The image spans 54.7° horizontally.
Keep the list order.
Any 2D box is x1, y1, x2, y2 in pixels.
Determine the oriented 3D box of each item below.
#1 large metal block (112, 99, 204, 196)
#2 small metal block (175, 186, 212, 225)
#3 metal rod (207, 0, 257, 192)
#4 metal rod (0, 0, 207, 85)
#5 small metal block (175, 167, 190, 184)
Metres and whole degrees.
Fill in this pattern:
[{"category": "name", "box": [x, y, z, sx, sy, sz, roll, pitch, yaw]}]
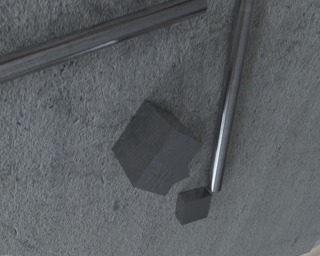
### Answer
[{"category": "large metal block", "box": [-0.006, 0.023, 0.384, 0.050, 0.080, 0.080, 26, 104, -38]}, {"category": "small metal block", "box": [0.056, 0.130, 0.520, 0.050, 0.025, 0.050, -9, 123, -24]}, {"category": "metal rod", "box": [0.097, -0.029, 0.444, 0.025, 0.025, 0.298, -12, 124, -23]}, {"category": "metal rod", "box": [-0.088, -0.082, 0.308, 0.302, 0.025, 0.025, -24, 127, -14]}, {"category": "small metal block", "box": [0.012, 0.056, 0.450, 0.050, 0.025, 0.050, -23, 127, -15]}]
